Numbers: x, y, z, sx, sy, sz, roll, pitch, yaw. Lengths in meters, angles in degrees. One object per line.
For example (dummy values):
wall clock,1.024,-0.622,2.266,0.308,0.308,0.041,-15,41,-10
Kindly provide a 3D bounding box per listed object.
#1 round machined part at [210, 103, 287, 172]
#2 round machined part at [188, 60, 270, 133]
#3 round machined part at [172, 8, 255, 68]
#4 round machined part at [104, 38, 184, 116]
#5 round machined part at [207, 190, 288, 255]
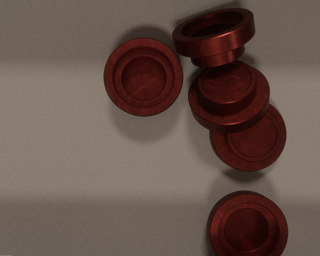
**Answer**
round machined part,0.117,0.008,0.405,0.099,0.042,0.097,0,90,-1
round machined part,0.083,-0.046,0.380,0.098,0.042,0.098,-8,56,12
round machined part,0.068,-0.110,0.384,0.098,0.098,0.042,-20,123,-1
round machined part,-0.020,-0.063,0.403,0.099,0.042,0.097,0,90,-1
round machined part,0.110,0.130,0.405,0.099,0.042,0.097,0,90,-1
